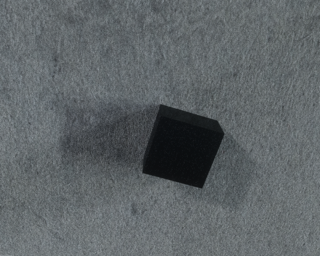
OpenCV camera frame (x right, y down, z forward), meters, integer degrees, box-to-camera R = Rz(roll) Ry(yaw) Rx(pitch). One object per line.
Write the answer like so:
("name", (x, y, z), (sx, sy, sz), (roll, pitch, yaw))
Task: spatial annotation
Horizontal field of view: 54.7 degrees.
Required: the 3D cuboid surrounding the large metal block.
("large metal block", (0.028, 0.023, 0.406), (0.080, 0.050, 0.079), (16, 109, -6))
